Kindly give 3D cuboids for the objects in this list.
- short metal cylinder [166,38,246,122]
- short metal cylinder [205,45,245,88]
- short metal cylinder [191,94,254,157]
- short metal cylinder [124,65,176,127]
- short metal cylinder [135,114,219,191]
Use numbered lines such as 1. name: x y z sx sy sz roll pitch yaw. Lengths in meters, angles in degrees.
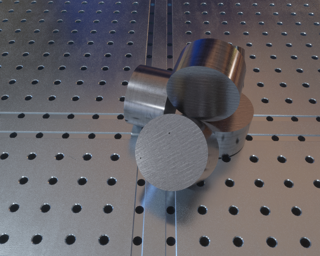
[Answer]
1. short metal cylinder: 0.053 -0.053 0.350 0.080 0.080 0.050 14 51 11
2. short metal cylinder: 0.076 -0.081 0.431 0.080 0.080 0.050 2 90 1
3. short metal cylinder: 0.074 -0.009 0.398 0.081 0.050 0.080 0 49 0
4. short metal cylinder: -0.008 -0.038 0.403 0.050 0.080 0.080 15 52 12
5. short metal cylinder: 0.020 0.026 0.342 0.080 0.050 0.080 -1 87 23
